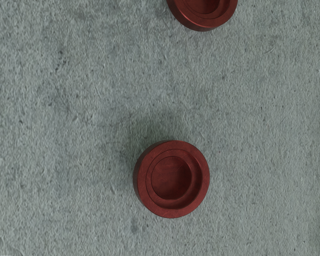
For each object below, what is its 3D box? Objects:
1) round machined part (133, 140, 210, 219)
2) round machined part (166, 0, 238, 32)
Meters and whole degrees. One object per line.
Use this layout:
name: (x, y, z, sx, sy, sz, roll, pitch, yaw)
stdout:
round machined part: (0.012, 0.064, 0.405, 0.099, 0.042, 0.097, 0, 90, -20)
round machined part: (0.052, -0.179, 0.419, 0.099, 0.042, 0.097, 0, 90, -20)
